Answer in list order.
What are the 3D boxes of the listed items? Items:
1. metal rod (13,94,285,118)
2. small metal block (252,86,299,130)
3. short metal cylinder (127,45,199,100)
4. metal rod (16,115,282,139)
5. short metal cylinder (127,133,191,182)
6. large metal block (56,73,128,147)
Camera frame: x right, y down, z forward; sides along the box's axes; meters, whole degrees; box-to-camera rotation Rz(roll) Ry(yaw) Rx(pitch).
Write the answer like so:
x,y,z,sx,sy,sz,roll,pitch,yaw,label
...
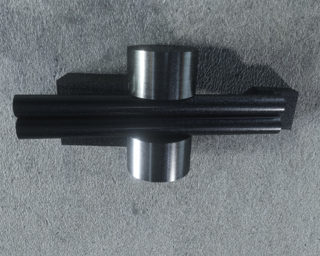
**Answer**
x,y,z,sx,sy,sz,roll,pitch,yaw,label
-0.004,-0.026,0.354,0.302,0.025,0.025,-1,110,-8,metal rod
0.146,-0.026,0.403,0.050,0.025,0.050,3,110,-1,small metal block
0.003,-0.067,0.357,0.081,0.080,0.050,1,110,-1,short metal cylinder
-0.005,-0.003,0.362,0.302,0.025,0.025,-1,110,-8,metal rod
-0.001,0.027,0.391,0.081,0.080,0.050,1,110,-1,short metal cylinder
-0.079,-0.024,0.388,0.081,0.050,0.079,2,110,-1,large metal block
